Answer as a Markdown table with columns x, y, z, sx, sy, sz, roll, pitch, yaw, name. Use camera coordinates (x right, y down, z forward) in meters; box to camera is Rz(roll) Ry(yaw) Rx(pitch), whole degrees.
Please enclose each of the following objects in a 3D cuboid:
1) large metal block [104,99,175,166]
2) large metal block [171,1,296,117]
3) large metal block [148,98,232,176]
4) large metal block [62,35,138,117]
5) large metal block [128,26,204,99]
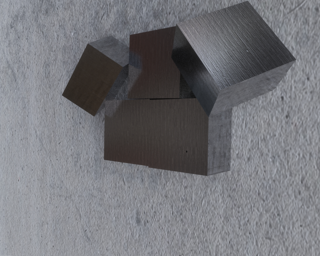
| x | y | z | sx | sy | sz | roll | pitch | yaw | name |
| --- | --- | --- | --- | --- | --- | --- | --- | --- | --- |
| -0.028 | 0.004 | 0.410 | 0.080 | 0.050 | 0.079 | 2 | 91 | 39 | large metal block |
| 0.067 | -0.069 | 0.306 | 0.080 | 0.081 | 0.050 | 62 | 164 | 21 | large metal block |
| 0.034 | 0.008 | 0.358 | 0.080 | 0.050 | 0.079 | 2 | 91 | 39 | large metal block |
| -0.078 | -0.073 | 0.423 | 0.050 | 0.080 | 0.080 | 34 | 116 | -3 | large metal block |
| 0.008 | -0.075 | 0.382 | 0.080 | 0.050 | 0.079 | 4 | 92 | 39 | large metal block |
